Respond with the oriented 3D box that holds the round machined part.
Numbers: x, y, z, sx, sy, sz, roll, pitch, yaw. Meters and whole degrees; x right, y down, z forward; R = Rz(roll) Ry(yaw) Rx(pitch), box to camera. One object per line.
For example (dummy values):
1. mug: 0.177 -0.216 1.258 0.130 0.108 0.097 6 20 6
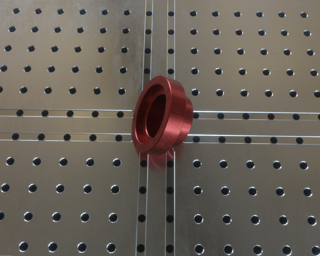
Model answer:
1. round machined part: 0.005 -0.013 0.388 0.042 0.098 0.098 15 67 -28
